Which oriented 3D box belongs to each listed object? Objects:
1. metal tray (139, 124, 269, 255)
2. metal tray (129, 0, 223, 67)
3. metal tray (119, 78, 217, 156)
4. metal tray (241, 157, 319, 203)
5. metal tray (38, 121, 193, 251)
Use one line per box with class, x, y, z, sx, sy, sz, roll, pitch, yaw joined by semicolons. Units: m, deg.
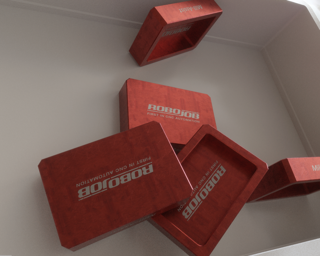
metal tray;0.049;0.068;0.350;0.090;0.030;0.130;36;66;16
metal tray;0.025;-0.146;0.467;0.131;0.090;0.030;-27;77;-37
metal tray;0.013;-0.012;0.418;0.131;0.030;0.090;8;58;-24
metal tray;0.188;0.070;0.424;0.131;0.090;0.030;1;62;-28
metal tray;-0.044;0.055;0.315;0.131;0.030;0.090;-20;67;-15
